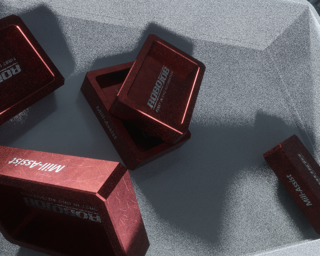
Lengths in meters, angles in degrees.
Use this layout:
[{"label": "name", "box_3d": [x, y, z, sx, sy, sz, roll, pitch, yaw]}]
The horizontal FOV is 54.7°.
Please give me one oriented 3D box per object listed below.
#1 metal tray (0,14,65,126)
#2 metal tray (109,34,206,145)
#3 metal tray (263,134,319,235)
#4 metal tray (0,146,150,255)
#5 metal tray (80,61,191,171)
[{"label": "metal tray", "box_3d": [-0.176, -0.050, 0.317, 0.131, 0.030, 0.090, -47, 111, -39]}, {"label": "metal tray", "box_3d": [0.002, -0.053, 0.396, 0.090, 0.030, 0.130, 28, 52, -11]}, {"label": "metal tray", "box_3d": [0.215, 0.077, 0.454, 0.091, 0.030, 0.130, -15, 68, -52]}, {"label": "metal tray", "box_3d": [-0.079, 0.063, 0.240, 0.130, 0.089, 0.030, 5, 36, 23]}, {"label": "metal tray", "box_3d": [-0.031, -0.021, 0.398, 0.091, 0.030, 0.130, -23, 74, -36]}]
